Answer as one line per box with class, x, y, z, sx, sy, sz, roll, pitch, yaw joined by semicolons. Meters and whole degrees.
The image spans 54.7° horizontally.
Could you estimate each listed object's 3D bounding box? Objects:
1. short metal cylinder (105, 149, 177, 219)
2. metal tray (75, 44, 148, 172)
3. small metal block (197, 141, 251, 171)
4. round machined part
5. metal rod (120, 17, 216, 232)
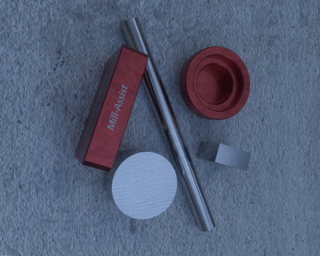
short metal cylinder;-0.025;0.068;0.388;0.081;0.050;0.079;0;90;-21
metal tray;-0.059;-0.021;0.355;0.030;0.090;0.129;20;83;-19
small metal block;0.087;0.038;0.428;0.050;0.050;0.025;18;84;-20
round machined part;0.071;-0.060;0.429;0.099;0.042;0.097;0;90;-21
metal rod;0.014;0.001;0.417;0.025;0.025;0.298;-24;98;-19
